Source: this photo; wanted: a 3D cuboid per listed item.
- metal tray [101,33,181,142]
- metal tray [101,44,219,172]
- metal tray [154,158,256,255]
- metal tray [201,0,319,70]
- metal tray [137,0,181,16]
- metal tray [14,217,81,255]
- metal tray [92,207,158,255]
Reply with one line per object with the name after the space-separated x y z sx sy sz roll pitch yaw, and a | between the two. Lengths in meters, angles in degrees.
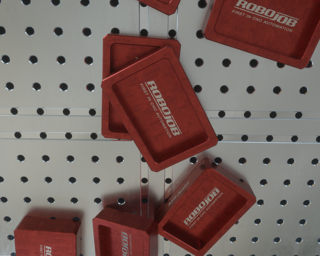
-0.025 -0.049 0.392 0.090 0.030 0.129 4 110 -2 | metal tray
0.002 -0.021 0.370 0.090 0.030 0.130 -26 108 9 | metal tray
0.063 0.119 0.454 0.090 0.030 0.130 34 106 -12 | metal tray
0.124 -0.131 0.363 0.131 0.030 0.089 16 109 -6 | metal tray
0.001 -0.202 0.336 0.090 0.030 0.129 23 108 -9 | metal tray
-0.173 0.204 0.485 0.091 0.030 0.129 5 110 -2 | metal tray
-0.050 0.189 0.462 0.090 0.030 0.129 8 112 21 | metal tray
